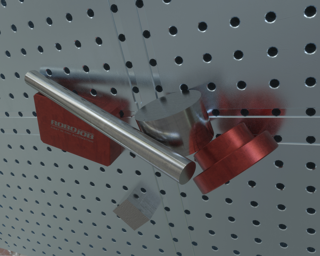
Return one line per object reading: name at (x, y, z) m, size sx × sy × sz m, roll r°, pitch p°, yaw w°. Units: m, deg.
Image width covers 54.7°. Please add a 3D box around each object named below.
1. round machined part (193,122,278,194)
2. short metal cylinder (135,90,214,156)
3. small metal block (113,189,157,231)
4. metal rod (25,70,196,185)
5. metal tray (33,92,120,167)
round machined part at (0.077, 0.030, 0.345) m, size 0.098 × 0.099 × 0.042 m, roll -43°, pitch 75°, yaw 39°
short metal cylinder at (0.017, -0.005, 0.363) m, size 0.080 × 0.080 × 0.050 m, roll -8°, pitch 114°, yaw 31°
small metal block at (-0.043, 0.137, 0.517) m, size 0.050 × 0.025 × 0.050 m, roll 43°, pitch 129°, yaw -2°
metal rod at (-0.082, -0.016, 0.380) m, size 0.300 × 0.025 × 0.025 m, roll 28°, pitch 131°, yaw 34°
metal tray at (-0.124, -0.003, 0.470) m, size 0.130 × 0.030 × 0.089 m, roll 17°, pitch 125°, yaw 17°
